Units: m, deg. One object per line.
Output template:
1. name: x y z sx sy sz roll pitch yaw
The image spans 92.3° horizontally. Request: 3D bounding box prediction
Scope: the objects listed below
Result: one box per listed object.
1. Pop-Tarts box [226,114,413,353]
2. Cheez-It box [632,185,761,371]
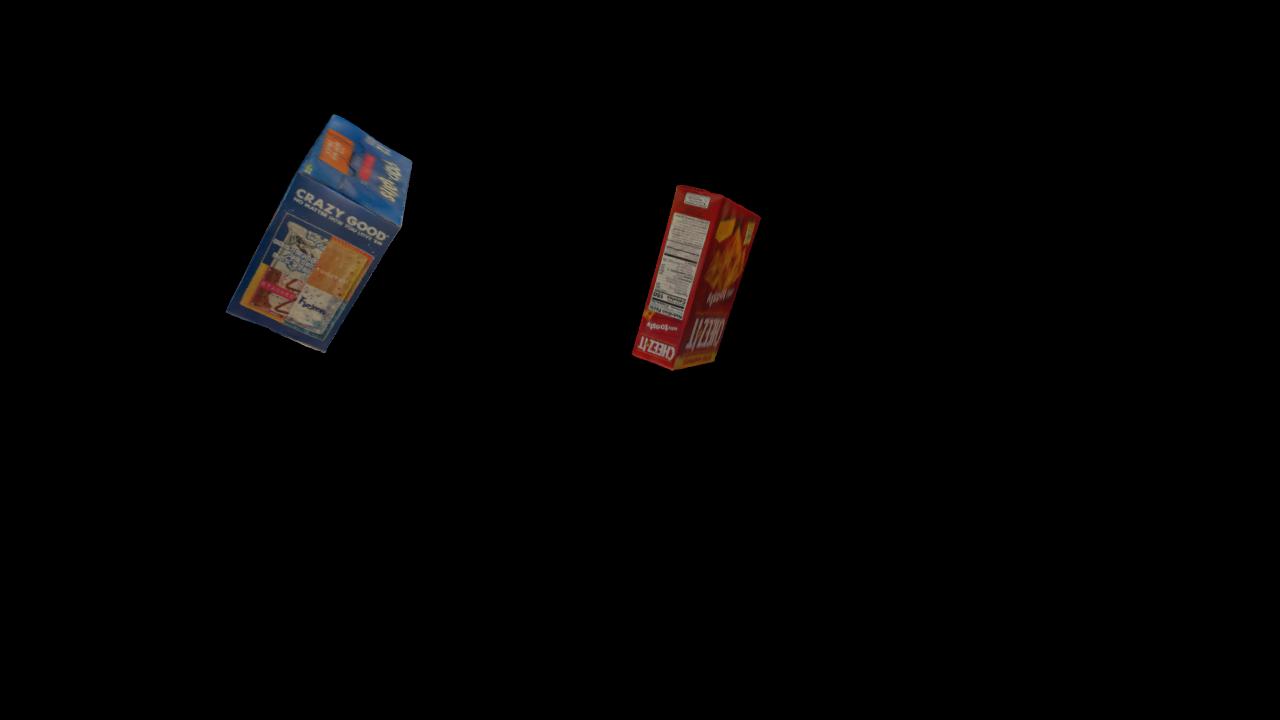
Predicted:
1. Pop-Tarts box: -0.278 -0.117 0.549 0.083 0.141 0.167 28 23 -32
2. Cheez-It box: 0.078 -0.104 0.821 0.071 0.223 0.166 21 12 24
